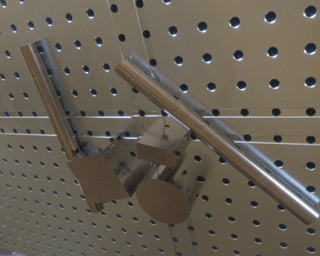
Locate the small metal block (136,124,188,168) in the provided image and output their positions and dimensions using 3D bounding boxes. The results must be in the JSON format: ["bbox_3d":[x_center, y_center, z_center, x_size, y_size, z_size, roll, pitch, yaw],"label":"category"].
[{"bbox_3d":[0.004,0.022,0.405,0.050,0.050,0.025,12,123,21],"label":"small metal block"}]

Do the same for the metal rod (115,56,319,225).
[{"bbox_3d":[0.069,0.015,0.383,0.300,0.025,0.025,39,129,1],"label":"metal rod"}]

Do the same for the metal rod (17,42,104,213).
[{"bbox_3d":[-0.150,0.013,0.495,0.025,0.025,0.298,-2,118,29],"label":"metal rod"}]

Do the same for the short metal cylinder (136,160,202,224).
[{"bbox_3d":[0.013,0.090,0.442,0.080,0.050,0.079,13,124,20],"label":"short metal cylinder"}]

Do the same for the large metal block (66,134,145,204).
[{"bbox_3d":[-0.082,0.065,0.476,0.080,0.050,0.080,-18,109,35],"label":"large metal block"}]
